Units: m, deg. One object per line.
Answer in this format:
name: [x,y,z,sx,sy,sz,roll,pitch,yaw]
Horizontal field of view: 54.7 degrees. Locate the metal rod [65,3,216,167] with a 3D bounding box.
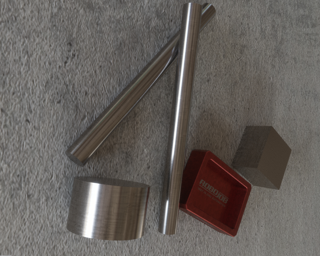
metal rod: [-0.009,-0.072,0.398,0.301,0.025,0.025,-52,121,-27]

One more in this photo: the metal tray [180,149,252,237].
metal tray: [0.084,0.101,0.474,0.130,0.030,0.090,38,67,-34]

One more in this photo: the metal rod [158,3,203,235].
metal rod: [0.026,-0.010,0.408,0.025,0.025,0.298,4,94,-40]

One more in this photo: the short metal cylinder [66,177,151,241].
short metal cylinder: [-0.053,0.081,0.326,0.081,0.080,0.050,12,82,-40]

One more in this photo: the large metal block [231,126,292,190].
large metal block: [0.179,0.051,0.542,0.080,0.050,0.080,40,65,-33]
